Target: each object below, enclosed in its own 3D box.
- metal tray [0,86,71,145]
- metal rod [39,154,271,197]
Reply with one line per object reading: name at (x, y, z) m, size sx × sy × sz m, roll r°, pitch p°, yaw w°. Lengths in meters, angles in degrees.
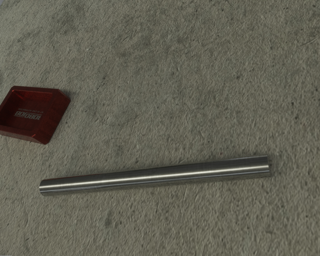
metal tray at (-0.227, -0.026, 0.534) m, size 0.130 × 0.030 × 0.090 m, roll 8°, pitch 65°, yaw 31°
metal rod at (-0.024, 0.061, 0.378) m, size 0.300 × 0.025 × 0.025 m, roll -9°, pitch 58°, yaw 23°
